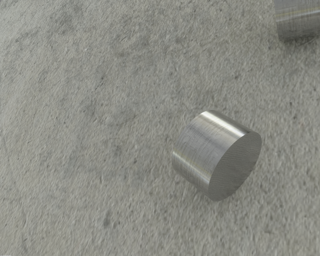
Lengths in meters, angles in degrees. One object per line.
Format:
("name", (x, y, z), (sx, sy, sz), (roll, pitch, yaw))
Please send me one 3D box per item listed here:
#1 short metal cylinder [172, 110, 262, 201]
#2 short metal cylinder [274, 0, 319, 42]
("short metal cylinder", (0.059, 0.028, 0.320), (0.050, 0.080, 0.080), (35, 81, 38))
("short metal cylinder", (0.168, -0.149, 0.372), (0.050, 0.080, 0.080), (-4, 60, 26))
